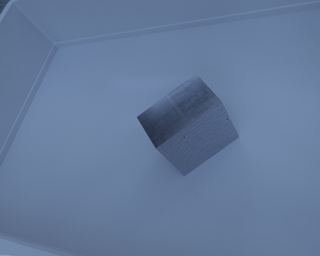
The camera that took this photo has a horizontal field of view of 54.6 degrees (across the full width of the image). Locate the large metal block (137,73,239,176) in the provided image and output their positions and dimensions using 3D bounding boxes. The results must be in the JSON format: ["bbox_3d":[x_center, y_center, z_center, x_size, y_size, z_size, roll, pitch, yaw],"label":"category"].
[{"bbox_3d":[0.034,-0.001,0.354,0.080,0.080,0.050,-36,51,4],"label":"large metal block"}]
